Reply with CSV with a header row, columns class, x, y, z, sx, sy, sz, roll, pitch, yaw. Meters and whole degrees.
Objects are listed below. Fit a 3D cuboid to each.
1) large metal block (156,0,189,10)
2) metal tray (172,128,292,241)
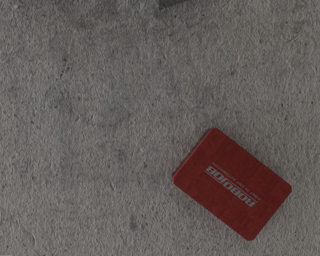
class,x,y,z,sx,sy,sz,roll,pitch,yaw
large metal block,0.024,-0.211,0.397,0.080,0.050,0.080,-18,90,0
metal tray,0.092,0.072,0.408,0.130,0.030,0.090,38,90,0
